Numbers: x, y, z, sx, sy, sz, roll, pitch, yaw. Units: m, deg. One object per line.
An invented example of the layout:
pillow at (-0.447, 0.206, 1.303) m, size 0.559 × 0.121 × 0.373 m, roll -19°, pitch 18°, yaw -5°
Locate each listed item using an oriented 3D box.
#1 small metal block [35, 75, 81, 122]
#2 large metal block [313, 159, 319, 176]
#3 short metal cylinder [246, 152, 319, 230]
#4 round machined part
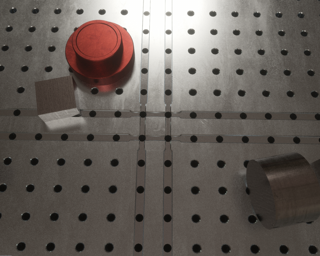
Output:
small metal block at (-0.140, -0.040, 0.425) m, size 0.050 × 0.025 × 0.050 m, roll -12°, pitch 71°, yaw -5°
large metal block at (0.249, 0.045, 0.369) m, size 0.081 × 0.080 × 0.050 m, roll -14°, pitch 71°, yaw -5°
short metal cylinder at (0.139, 0.072, 0.358) m, size 0.050 × 0.080 × 0.080 m, roll -10°, pitch 71°, yaw -4°
round machined part at (-0.087, -0.114, 0.443) m, size 0.099 × 0.042 × 0.098 m, roll 0°, pitch 70°, yaw -1°
